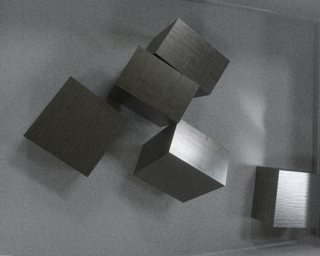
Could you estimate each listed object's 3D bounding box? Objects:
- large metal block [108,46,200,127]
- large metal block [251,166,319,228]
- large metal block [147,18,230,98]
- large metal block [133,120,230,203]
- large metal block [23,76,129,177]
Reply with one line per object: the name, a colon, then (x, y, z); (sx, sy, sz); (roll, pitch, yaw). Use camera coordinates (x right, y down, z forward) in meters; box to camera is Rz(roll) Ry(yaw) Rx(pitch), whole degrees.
large metal block: (-0.011, -0.045, 0.373); (0.080, 0.080, 0.050); (31, 80, -11)
large metal block: (0.192, 0.104, 0.470); (0.081, 0.050, 0.080); (8, 87, -20)
large metal block: (0.026, -0.081, 0.392); (0.080, 0.080, 0.050); (35, 79, -17)
large metal block: (0.026, 0.044, 0.385); (0.080, 0.080, 0.050); (32, 50, -18)
large metal block: (-0.097, -0.001, 0.362); (0.080, 0.050, 0.080); (38, 78, -17)
